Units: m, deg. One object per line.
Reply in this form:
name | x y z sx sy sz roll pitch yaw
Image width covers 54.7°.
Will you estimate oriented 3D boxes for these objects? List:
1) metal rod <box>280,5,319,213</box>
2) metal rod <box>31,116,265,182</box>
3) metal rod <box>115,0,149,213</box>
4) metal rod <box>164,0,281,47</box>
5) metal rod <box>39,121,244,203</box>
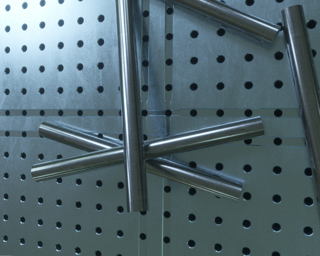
metal rod | 0.177 0.010 0.350 0.025 0.025 0.298 -11 86 19
metal rod | -0.023 0.030 0.396 0.301 0.025 0.025 -12 86 10
metal rod | -0.038 -0.048 0.391 0.025 0.025 0.299 -11 74 19
metal rod | 0.012 -0.180 0.407 0.301 0.025 0.025 30 100 17
metal rod | -0.039 0.040 0.425 0.301 0.025 0.025 16 95 18
